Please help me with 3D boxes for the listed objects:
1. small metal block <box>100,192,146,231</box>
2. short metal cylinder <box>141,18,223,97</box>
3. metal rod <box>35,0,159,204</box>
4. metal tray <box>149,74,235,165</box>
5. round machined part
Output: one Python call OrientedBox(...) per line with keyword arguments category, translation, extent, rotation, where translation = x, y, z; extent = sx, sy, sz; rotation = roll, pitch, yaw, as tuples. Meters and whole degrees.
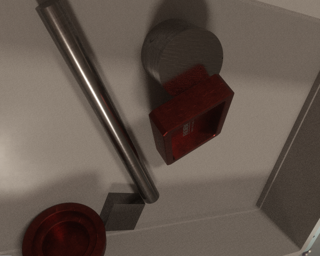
OrientedBox(category="small metal block", translation=(-0.057, 0.123, 0.456), extent=(0.050, 0.025, 0.050), rotation=(10, 114, -33))
OrientedBox(category="short metal cylinder", translation=(0.025, -0.080, 0.358), extent=(0.081, 0.050, 0.079), rotation=(-14, 124, -21))
OrientedBox(category="metal rod", translation=(-0.057, -0.005, 0.375), extent=(0.025, 0.025, 0.299), rotation=(-30, 129, -10))
OrientedBox(category="metal tray", translation=(0.037, -0.004, 0.384), extent=(0.090, 0.030, 0.130), rotation=(-31, 160, -9))
OrientedBox(category="round machined part", translation=(-0.118, 0.149, 0.394), extent=(0.099, 0.098, 0.042), rotation=(-16, 143, -20))
